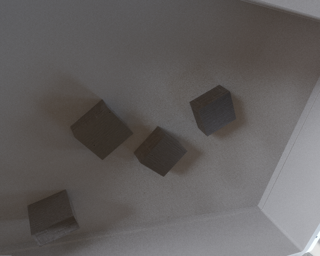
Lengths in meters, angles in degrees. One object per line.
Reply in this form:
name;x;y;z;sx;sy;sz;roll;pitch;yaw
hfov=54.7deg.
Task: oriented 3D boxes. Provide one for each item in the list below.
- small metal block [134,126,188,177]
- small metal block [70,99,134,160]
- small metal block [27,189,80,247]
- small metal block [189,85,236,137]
small metal block;0.001;0.033;0.430;0.050;0.025;0.050;-48;129;5
small metal block;-0.069;0.003;0.372;0.050;0.025;0.050;-41;130;0
small metal block;-0.134;0.111;0.388;0.050;0.050;0.025;-23;127;-15
small metal block;0.075;-0.024;0.434;0.050;0.025;0.050;-31;129;-9
